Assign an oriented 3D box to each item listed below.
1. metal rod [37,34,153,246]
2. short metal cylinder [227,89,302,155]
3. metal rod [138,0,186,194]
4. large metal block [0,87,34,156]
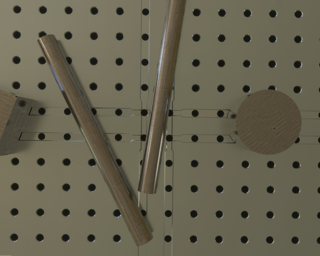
[{"bbox_3d":[-0.086,0.016,0.412,0.025,0.025,0.299,-26,90,0],"label":"metal rod"},{"bbox_3d":[0.132,-0.007,0.402,0.081,0.050,0.079,0,90,0],"label":"short metal cylinder"},{"bbox_3d":[0.006,-0.063,0.413,0.025,0.025,0.298,9,90,0],"label":"metal rod"},{"bbox_3d":[-0.224,-0.016,0.399,0.080,0.050,0.080,21,90,0],"label":"large metal block"}]
